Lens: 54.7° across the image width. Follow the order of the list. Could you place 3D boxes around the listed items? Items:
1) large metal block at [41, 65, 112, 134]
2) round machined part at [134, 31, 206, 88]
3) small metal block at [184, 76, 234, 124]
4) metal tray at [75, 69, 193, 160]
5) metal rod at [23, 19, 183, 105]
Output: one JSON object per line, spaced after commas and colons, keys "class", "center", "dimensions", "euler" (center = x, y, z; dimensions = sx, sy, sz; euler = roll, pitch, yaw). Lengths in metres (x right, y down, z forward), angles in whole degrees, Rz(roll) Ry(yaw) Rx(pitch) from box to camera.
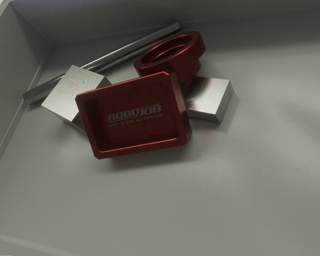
{"class": "large metal block", "center": [-0.120, -0.043, 0.477], "dimensions": [0.080, 0.050, 0.080], "euler": [24, 74, 36]}
{"class": "round machined part", "center": [0.017, -0.090, 0.424], "dimensions": [0.098, 0.042, 0.098], "euler": [-22, 27, 13]}
{"class": "small metal block", "center": [0.060, -0.037, 0.396], "dimensions": [0.050, 0.025, 0.050], "euler": [13, 68, 33]}
{"class": "metal tray", "center": [-0.034, -0.015, 0.392], "dimensions": [0.130, 0.089, 0.030], "euler": [-11, 13, 21]}
{"class": "metal rod", "center": [-0.103, -0.106, 0.522], "dimensions": [0.301, 0.025, 0.025], "euler": [-21, 54, 15]}
